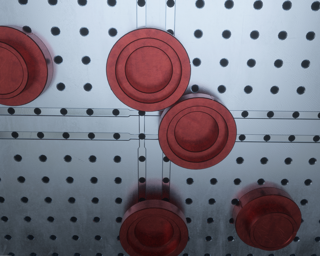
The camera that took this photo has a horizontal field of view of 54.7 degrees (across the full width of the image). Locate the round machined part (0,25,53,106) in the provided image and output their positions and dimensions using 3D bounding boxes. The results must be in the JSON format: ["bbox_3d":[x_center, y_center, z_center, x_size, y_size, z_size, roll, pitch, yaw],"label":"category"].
[{"bbox_3d":[-0.186,-0.073,0.375,0.099,0.042,0.097,0,110,-1],"label":"round machined part"}]

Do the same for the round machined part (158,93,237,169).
[{"bbox_3d":[0.047,0.002,0.406,0.099,0.042,0.097,0,110,-1],"label":"round machined part"}]

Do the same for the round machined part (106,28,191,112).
[{"bbox_3d":[-0.013,-0.072,0.378,0.099,0.042,0.097,0,110,-1],"label":"round machined part"}]

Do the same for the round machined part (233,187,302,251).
[{"bbox_3d":[0.161,0.141,0.459,0.099,0.042,0.097,0,110,-1],"label":"round machined part"}]

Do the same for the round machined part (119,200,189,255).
[{"bbox_3d":[-0.009,0.147,0.459,0.099,0.042,0.097,0,110,-1],"label":"round machined part"}]
